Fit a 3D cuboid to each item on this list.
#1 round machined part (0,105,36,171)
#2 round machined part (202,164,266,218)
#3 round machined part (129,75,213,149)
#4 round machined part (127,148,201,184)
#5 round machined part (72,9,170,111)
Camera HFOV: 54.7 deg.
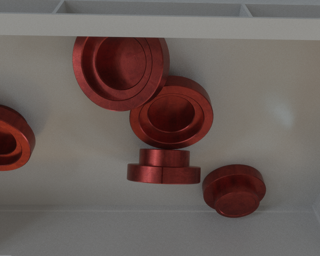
[{"bbox_3d":[-0.212,0.008,0.402,0.099,0.042,0.097,-1,130,0],"label":"round machined part"},{"bbox_3d":[0.118,0.106,0.490,0.099,0.042,0.097,-1,130,0],"label":"round machined part"},{"bbox_3d":[0.013,-0.023,0.379,0.099,0.042,0.097,-1,130,0],"label":"round machined part"},{"bbox_3d":[0.006,0.050,0.418,0.099,0.042,0.098,2,175,0],"label":"round machined part"},{"bbox_3d":[-0.036,-0.068,0.320,0.098,0.042,0.097,4,103,19],"label":"round machined part"}]
